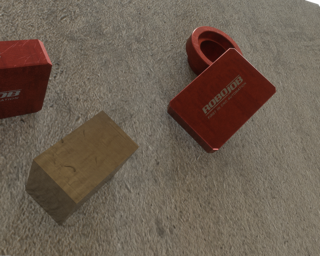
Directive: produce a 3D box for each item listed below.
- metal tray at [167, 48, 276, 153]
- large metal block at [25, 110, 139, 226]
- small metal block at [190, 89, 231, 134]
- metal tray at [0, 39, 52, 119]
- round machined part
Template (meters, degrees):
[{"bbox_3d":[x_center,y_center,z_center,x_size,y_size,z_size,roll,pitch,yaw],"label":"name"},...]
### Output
[{"bbox_3d":[0.086,-0.040,0.436,0.130,0.030,0.090,-42,84,-14],"label":"metal tray"},{"bbox_3d":[-0.077,0.040,0.302,0.050,0.080,0.080,45,51,3],"label":"large metal block"},{"bbox_3d":[0.074,-0.024,0.458,0.050,0.025,0.050,15,56,-20],"label":"small metal block"},{"bbox_3d":[-0.176,-0.038,0.290,0.131,0.090,0.030,-16,70,-34],"label":"metal tray"},{"bbox_3d":[0.085,-0.116,0.509,0.099,0.042,0.098,14,56,-21],"label":"round machined part"}]
